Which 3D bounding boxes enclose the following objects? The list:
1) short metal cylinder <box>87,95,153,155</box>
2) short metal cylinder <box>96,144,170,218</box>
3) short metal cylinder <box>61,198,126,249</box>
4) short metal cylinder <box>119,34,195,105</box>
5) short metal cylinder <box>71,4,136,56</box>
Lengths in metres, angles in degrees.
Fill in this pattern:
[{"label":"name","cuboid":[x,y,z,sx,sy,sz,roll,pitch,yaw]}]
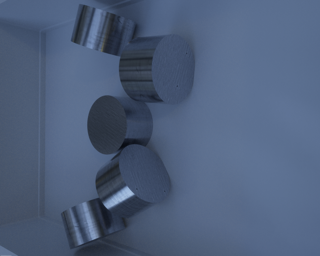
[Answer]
[{"label":"short metal cylinder","cuboid":[-0.057,-0.004,0.435,0.080,0.050,0.079,0,90,39]},{"label":"short metal cylinder","cuboid":[-0.034,0.068,0.397,0.050,0.081,0.080,-39,67,33]},{"label":"short metal cylinder","cuboid":[-0.096,0.136,0.448,0.080,0.081,0.050,-33,70,35]},{"label":"short metal cylinder","cuboid":[-0.002,-0.069,0.371,0.050,0.081,0.079,8,95,39]},{"label":"short metal cylinder","cuboid":[-0.079,-0.135,0.433,0.080,0.081,0.050,28,108,36]}]
